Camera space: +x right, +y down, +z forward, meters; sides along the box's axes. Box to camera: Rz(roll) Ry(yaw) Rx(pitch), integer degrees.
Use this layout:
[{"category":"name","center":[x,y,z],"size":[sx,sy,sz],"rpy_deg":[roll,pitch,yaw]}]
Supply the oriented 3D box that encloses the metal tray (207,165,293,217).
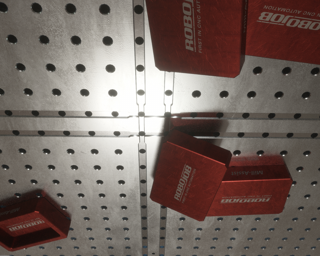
[{"category":"metal tray","center":[0.135,0.102,0.498],"size":[0.131,0.030,0.089],"rpy_deg":[-3,130,1]}]

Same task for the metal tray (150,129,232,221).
[{"category":"metal tray","center":[0.040,0.072,0.449],"size":[0.090,0.030,0.129],"rpy_deg":[21,130,11]}]

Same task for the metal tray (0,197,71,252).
[{"category":"metal tray","center":[-0.240,0.175,0.553],"size":[0.130,0.030,0.090],"rpy_deg":[-18,128,14]}]

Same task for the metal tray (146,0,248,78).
[{"category":"metal tray","center":[0.034,-0.114,0.291],"size":[0.090,0.030,0.129],"rpy_deg":[10,134,21]}]

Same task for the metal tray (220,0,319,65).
[{"category":"metal tray","center":[0.135,-0.116,0.312],"size":[0.131,0.030,0.089],"rpy_deg":[6,130,-6]}]
